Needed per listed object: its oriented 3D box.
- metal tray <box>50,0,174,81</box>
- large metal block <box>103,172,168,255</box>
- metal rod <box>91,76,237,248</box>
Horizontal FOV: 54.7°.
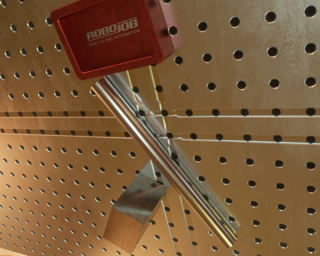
[{"bbox_3d":[-0.058,-0.112,0.367,0.130,0.030,0.090,-6,116,30],"label":"metal tray"},{"bbox_3d":[-0.038,0.129,0.474,0.050,0.080,0.079,28,128,10],"label":"large metal block"},{"bbox_3d":[0.010,0.054,0.437,0.025,0.025,0.300,-32,101,38],"label":"metal rod"}]
